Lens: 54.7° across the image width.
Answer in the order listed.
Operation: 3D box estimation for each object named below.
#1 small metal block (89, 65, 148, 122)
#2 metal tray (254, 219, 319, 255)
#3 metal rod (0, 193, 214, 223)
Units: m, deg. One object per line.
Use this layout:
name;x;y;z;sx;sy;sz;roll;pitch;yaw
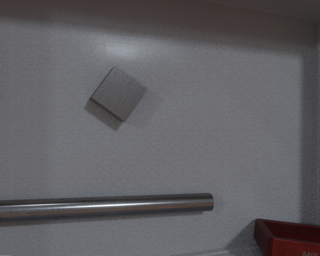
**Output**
small metal block;-0.053;-0.042;0.392;0.050;0.025;0.050;37;78;-17
metal tray;0.205;0.160;0.428;0.131;0.090;0.030;5;90;6
metal rod;-0.071;0.098;0.384;0.303;0.025;0.025;3;89;-21
